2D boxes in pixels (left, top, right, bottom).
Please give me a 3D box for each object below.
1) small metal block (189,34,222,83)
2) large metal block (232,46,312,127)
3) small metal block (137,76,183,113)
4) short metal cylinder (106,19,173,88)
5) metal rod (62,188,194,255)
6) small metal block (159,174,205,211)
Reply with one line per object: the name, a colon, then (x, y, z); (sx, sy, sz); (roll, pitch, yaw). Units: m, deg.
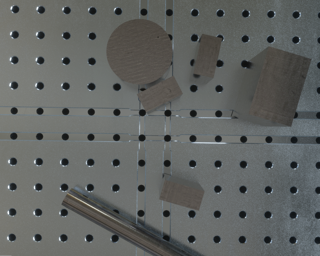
small metal block: (0.058, -0.088, 0.402); (0.025, 0.050, 0.050); (12, 90, 0)
large metal block: (0.135, -0.047, 0.388); (0.050, 0.080, 0.080); (17, 90, 0)
small metal block: (0.000, -0.041, 0.401); (0.050, 0.050, 0.025); (-27, 90, 0)
short metal cylinder: (-0.025, -0.093, 0.401); (0.081, 0.050, 0.079); (0, 90, -1)
metal rod: (0.008, 0.165, 0.413); (0.301, 0.025, 0.025); (29, 90, -1)
small metal block: (0.027, 0.082, 0.401); (0.050, 0.050, 0.025); (16, 90, -1)
